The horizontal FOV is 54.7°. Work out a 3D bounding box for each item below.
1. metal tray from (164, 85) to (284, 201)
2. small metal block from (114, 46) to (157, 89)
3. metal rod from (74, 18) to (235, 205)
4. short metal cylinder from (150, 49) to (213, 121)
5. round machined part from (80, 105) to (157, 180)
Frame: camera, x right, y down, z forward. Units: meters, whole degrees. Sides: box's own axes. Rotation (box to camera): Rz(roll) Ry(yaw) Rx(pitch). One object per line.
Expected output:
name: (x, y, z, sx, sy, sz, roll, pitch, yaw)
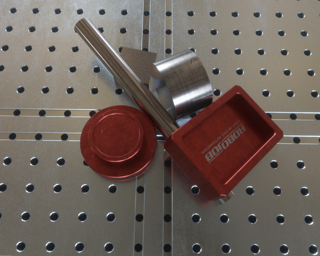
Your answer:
metal tray: (0.081, 0.014, 0.382, 0.131, 0.030, 0.090, -37, 81, -28)
small metal block: (-0.034, -0.084, 0.442, 0.050, 0.025, 0.050, 13, 70, 4)
metal rod: (-0.011, -0.027, 0.404, 0.025, 0.025, 0.300, -38, 83, -13)
short metal cylinder: (0.027, -0.055, 0.403, 0.050, 0.080, 0.080, -24, 72, -9)
round machined part: (-0.053, 0.015, 0.396, 0.099, 0.042, 0.098, 0, 70, -1)
